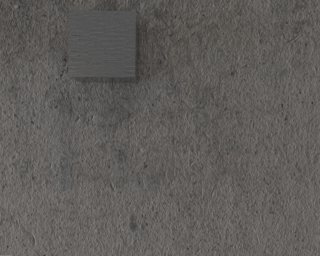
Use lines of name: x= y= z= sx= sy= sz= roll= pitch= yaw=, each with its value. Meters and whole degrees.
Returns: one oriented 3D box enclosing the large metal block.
large metal block: x=-0.069 y=-0.101 z=0.397 sx=0.081 sy=0.050 sz=0.080 roll=1 pitch=90 yaw=0
